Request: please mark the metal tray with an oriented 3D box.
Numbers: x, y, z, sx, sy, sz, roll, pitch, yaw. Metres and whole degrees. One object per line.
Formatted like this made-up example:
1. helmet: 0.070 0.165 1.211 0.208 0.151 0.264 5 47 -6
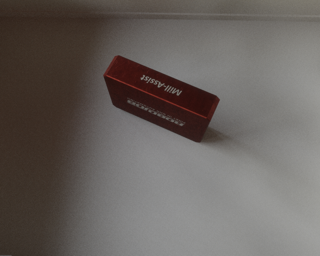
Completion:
1. metal tray: 0.001 -0.032 0.383 0.130 0.090 0.030 24 72 7
